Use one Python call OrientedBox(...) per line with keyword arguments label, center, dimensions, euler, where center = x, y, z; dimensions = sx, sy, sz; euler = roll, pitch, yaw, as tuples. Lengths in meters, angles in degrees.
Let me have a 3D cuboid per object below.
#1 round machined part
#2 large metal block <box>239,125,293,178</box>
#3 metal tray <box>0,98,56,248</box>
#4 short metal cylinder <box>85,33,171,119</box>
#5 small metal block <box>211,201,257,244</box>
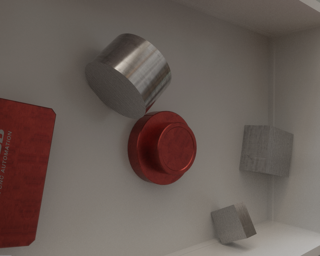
OrientedBox(label="round machined part", center=(0.010, 0.026, 0.406), dimensions=(0.099, 0.042, 0.097), euler=(0, 90, -40))
OrientedBox(label="large metal block", center=(0.191, 0.042, 0.554), dimensions=(0.081, 0.050, 0.080), euler=(15, 81, -39))
OrientedBox(label="metal tray", center=(-0.152, 0.038, 0.277), dimensions=(0.091, 0.030, 0.129), euler=(12, 82, -40))
OrientedBox(label="short metal cylinder", center=(-0.035, -0.056, 0.343), dimensions=(0.050, 0.080, 0.080), euler=(-53, 121, -27))
OrientedBox(label="small metal block", center=(0.112, 0.146, 0.477), dimensions=(0.025, 0.050, 0.050), euler=(-3, 67, -41))
